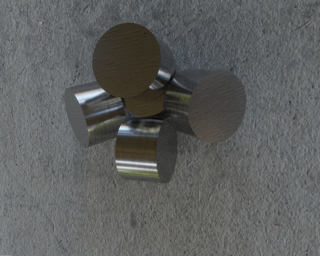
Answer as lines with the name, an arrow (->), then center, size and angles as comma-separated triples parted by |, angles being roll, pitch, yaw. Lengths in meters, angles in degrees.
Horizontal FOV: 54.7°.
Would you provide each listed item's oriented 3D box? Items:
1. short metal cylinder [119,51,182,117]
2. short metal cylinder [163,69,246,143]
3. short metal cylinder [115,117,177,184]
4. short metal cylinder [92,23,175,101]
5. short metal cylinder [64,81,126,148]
short metal cylinder -> -0.009, -0.054, 0.399 | 0.080, 0.050, 0.079 | 0, 90, 19
short metal cylinder -> 0.051, -0.027, 0.356 | 0.050, 0.081, 0.079 | 22, 99, 57
short metal cylinder -> -0.014, 0.026, 0.384 | 0.050, 0.080, 0.079 | 2, 91, 20
short metal cylinder -> -0.028, -0.072, 0.352 | 0.080, 0.050, 0.079 | 0, 90, 19
short metal cylinder -> -0.086, -0.019, 0.405 | 0.080, 0.050, 0.079 | 39, 139, 45
